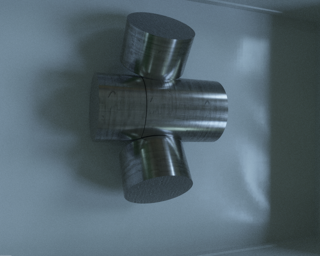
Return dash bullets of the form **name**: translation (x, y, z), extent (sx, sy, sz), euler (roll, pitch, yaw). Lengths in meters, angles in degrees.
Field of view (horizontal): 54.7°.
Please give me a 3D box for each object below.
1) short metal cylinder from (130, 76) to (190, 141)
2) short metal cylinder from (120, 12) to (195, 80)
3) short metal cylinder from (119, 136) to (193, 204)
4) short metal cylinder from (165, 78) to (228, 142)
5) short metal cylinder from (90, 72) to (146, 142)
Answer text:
- **short metal cylinder**: translation (-0.004, -0.022, 0.378), extent (0.050, 0.080, 0.080), euler (1, 90, -20)
- **short metal cylinder**: translation (-0.004, -0.099, 0.370), extent (0.081, 0.080, 0.050), euler (2, 127, -20)
- **short metal cylinder**: translation (-0.006, 0.052, 0.370), extent (0.081, 0.080, 0.050), euler (0, 56, -20)
- **short metal cylinder**: translation (0.044, -0.022, 0.396), extent (0.050, 0.080, 0.080), euler (1, 90, -20)
- **short metal cylinder**: translation (-0.052, -0.023, 0.361), extent (0.050, 0.080, 0.080), euler (1, 90, -20)
